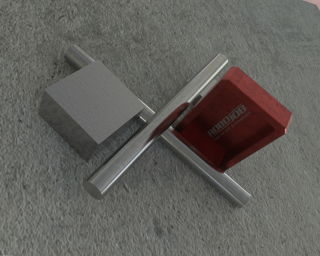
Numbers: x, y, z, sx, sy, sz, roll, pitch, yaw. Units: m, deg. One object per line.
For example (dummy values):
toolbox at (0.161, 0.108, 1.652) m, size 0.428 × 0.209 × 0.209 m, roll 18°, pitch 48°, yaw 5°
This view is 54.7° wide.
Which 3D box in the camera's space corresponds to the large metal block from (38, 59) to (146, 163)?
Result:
large metal block at (-0.078, -0.021, 0.359) m, size 0.080 × 0.050 × 0.080 m, roll 45°, pitch 51°, yaw 3°

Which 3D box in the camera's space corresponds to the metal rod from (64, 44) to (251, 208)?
metal rod at (-0.003, -0.002, 0.407) m, size 0.300 × 0.025 × 0.025 m, roll 41°, pitch 51°, yaw -1°

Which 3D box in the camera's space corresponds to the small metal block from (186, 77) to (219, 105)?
small metal block at (0.066, -0.058, 0.478) m, size 0.050 × 0.025 × 0.050 m, roll 46°, pitch 51°, yaw 3°

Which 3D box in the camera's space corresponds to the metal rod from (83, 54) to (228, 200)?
metal rod at (0.015, -0.023, 0.397) m, size 0.025 × 0.025 × 0.301 m, roll 43°, pitch 51°, yaw 1°

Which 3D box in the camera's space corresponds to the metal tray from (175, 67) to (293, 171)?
metal tray at (0.083, -0.004, 0.386) m, size 0.090 × 0.129 × 0.030 m, roll 40°, pitch 51°, yaw -1°
